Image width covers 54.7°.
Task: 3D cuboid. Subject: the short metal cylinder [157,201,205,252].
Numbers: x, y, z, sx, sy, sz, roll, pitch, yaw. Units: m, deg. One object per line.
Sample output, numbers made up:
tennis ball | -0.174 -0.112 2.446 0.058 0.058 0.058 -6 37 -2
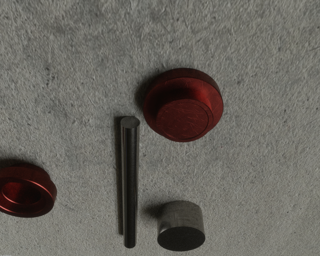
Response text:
short metal cylinder | 0.036 0.171 0.537 0.081 0.050 0.079 0 130 0

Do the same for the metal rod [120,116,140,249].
metal rod | -0.048 0.106 0.496 0.025 0.025 0.298 2 130 -3

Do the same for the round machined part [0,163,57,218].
round machined part | -0.206 0.091 0.471 0.099 0.042 0.097 -1 130 0

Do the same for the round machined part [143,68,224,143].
round machined part | 0.029 -0.020 0.379 0.099 0.042 0.097 -1 130 0
